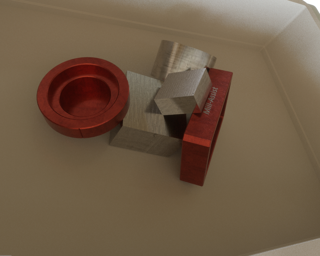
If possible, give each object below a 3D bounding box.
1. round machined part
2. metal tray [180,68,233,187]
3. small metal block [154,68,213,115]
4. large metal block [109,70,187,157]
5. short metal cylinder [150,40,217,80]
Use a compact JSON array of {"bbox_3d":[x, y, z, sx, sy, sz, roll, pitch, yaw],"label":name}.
[{"bbox_3d":[-0.083,-0.030,0.352,0.099,0.042,0.098,1,59,-2],"label":"round machined part"},{"bbox_3d":[0.060,-0.003,0.396,0.030,0.089,0.130,15,50,13],"label":"metal tray"},{"bbox_3d":[0.028,-0.042,0.364,0.025,0.050,0.050,61,41,-36],"label":"small metal block"},{"bbox_3d":[-0.014,-0.016,0.391,0.081,0.050,0.080,14,56,-21],"label":"large metal block"},{"bbox_3d":[0.032,-0.085,0.431,0.081,0.080,0.050,15,100,-20],"label":"short metal cylinder"}]
